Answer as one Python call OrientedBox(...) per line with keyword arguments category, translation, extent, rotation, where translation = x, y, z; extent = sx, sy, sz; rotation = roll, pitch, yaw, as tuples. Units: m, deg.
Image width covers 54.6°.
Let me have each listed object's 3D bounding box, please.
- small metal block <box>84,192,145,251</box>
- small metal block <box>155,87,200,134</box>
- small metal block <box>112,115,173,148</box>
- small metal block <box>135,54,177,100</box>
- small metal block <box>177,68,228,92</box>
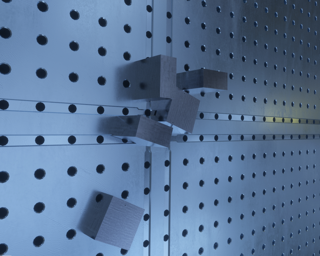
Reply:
OrientedBox(category="small metal block", translation=(-0.052, 0.110, 0.365), extent=(0.050, 0.025, 0.050), rotation=(34, 69, -35))
OrientedBox(category="small metal block", translation=(0.024, -0.024, 0.428), extent=(0.050, 0.025, 0.050), rotation=(25, 75, -37))
OrientedBox(category="small metal block", translation=(-0.021, 0.005, 0.374), extent=(0.050, 0.050, 0.025), rotation=(21, 77, -38))
OrientedBox(category="small metal block", translation=(-0.006, -0.061, 0.387), extent=(0.025, 0.050, 0.050), rotation=(1, 89, -40))
OrientedBox(category="small metal block", translation=(0.060, -0.066, 0.442), extent=(0.050, 0.050, 0.025), rotation=(0, 90, -40))
